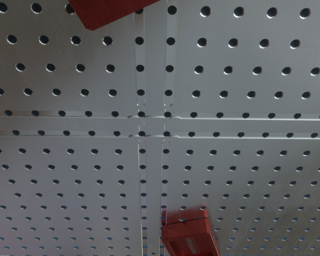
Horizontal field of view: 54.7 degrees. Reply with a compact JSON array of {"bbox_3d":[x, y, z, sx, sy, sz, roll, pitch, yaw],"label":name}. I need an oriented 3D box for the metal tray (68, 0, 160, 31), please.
[{"bbox_3d":[-0.030,-0.155,0.276,0.130,0.030,0.090,-19,128,15],"label":"metal tray"}]

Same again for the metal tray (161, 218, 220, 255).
[{"bbox_3d":[0.064,0.231,0.606,0.090,0.030,0.129,-14,129,11],"label":"metal tray"}]
